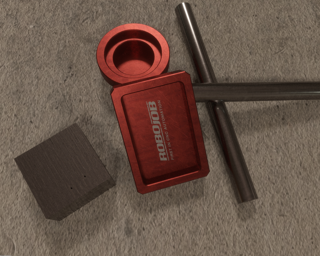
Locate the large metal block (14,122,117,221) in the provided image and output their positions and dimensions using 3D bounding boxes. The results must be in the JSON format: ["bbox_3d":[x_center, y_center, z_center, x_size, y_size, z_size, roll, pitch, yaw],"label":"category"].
[{"bbox_3d":[-0.111,0.054,0.374,0.080,0.050,0.080,-32,74,-11],"label":"large metal block"}]

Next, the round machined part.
[{"bbox_3d":[-0.036,-0.093,0.433,0.099,0.042,0.098,0,70,-1],"label":"round machined part"}]

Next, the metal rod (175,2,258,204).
[{"bbox_3d":[0.071,-0.047,0.426,0.025,0.025,0.299,-13,71,-5],"label":"metal rod"}]

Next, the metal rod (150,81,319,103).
[{"bbox_3d":[0.134,-0.048,0.407,0.302,0.025,0.025,-2,70,-9],"label":"metal rod"}]

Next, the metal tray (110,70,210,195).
[{"bbox_3d":[0.001,0.005,0.367,0.091,0.030,0.129,-15,105,-6],"label":"metal tray"}]
